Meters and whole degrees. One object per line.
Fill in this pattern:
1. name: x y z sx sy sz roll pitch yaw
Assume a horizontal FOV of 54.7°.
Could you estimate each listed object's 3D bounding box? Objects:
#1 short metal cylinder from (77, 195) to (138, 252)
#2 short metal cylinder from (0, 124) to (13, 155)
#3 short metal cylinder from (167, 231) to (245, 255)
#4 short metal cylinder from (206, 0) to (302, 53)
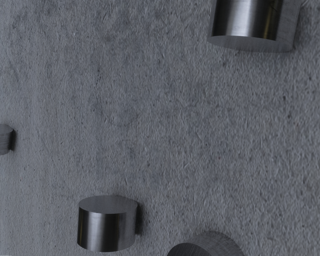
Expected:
1. short metal cylinder: -0.073 0.129 0.430 0.080 0.081 0.050 7 95 40
2. short metal cylinder: -0.367 0.023 0.673 0.080 0.081 0.050 23 105 38
3. short metal cylinder: 0.052 0.162 0.346 0.080 0.050 0.080 0 90 40
4. short metal cylinder: 0.089 -0.105 0.296 0.080 0.081 0.050 14 99 39
